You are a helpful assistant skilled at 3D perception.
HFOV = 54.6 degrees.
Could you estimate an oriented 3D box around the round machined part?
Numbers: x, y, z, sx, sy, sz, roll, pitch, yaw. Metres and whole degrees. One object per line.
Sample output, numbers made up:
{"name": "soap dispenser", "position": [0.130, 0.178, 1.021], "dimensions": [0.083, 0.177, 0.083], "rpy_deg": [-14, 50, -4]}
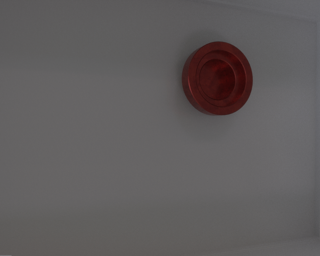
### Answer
{"name": "round machined part", "position": [0.075, -0.066, 0.429], "dimensions": [0.099, 0.042, 0.097], "rpy_deg": [0, 90, -20]}
